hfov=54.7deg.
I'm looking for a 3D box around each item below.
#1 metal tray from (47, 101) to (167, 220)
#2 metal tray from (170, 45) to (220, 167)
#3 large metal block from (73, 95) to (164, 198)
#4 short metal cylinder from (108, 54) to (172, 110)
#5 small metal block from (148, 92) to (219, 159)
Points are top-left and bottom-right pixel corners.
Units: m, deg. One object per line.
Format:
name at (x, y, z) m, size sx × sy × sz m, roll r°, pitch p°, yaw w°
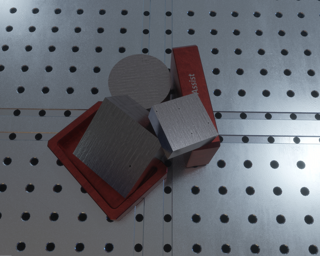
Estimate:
metal tray at (-0.065, 0.040, 0.393) m, size 0.090 × 0.030 × 0.130 m, roll -41°, pitch 76°, yaw -14°
metal tray at (0.039, -0.025, 0.387) m, size 0.030 × 0.090 × 0.129 m, roll -9°, pitch 70°, yaw -3°
large metal block at (-0.039, 0.018, 0.358) m, size 0.080 × 0.050 × 0.080 m, roll 38°, pitch 110°, yaw 12°
short metal cylinder at (-0.026, -0.051, 0.417) m, size 0.081 × 0.050 × 0.080 m, roll 0°, pitch 70°, yaw 0°
small metal block at (0.023, -0.003, 0.313) m, size 0.050 × 0.025 × 0.050 m, roll -19°, pitch 71°, yaw -19°
